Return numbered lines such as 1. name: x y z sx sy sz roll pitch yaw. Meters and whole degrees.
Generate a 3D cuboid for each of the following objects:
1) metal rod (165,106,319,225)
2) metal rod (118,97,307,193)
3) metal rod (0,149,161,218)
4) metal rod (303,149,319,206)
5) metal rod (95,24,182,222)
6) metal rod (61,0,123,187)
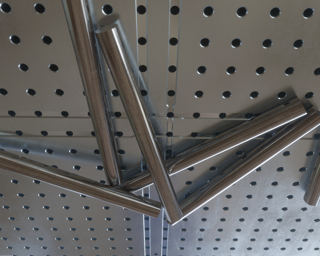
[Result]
1. metal rod: 0.111 0.071 0.472 0.025 0.025 0.299 31 123 -24
2. metal rod: 0.055 0.037 0.443 0.300 0.025 0.025 -28 125 21
3. metal rod: -0.142 0.075 0.453 0.301 0.025 0.025 20 127 -9
4. metal rod: 0.238 0.006 0.417 0.025 0.025 0.298 -4 130 3
5. metal rod: -0.017 0.016 0.402 0.025 0.025 0.299 -12 123 10
6. metal rod: -0.077 -0.033 0.382 0.025 0.025 0.298 -2 130 2
